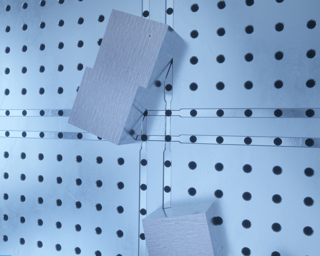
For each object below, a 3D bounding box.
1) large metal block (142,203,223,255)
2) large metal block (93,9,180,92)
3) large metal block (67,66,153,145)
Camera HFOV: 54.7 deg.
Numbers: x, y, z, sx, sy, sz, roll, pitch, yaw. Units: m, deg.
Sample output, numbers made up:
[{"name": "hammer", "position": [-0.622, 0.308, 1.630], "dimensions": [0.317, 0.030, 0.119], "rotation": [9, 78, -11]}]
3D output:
[{"name": "large metal block", "position": [0.031, 0.144, 0.388], "dimensions": [0.080, 0.050, 0.080], "rotation": [-12, 86, 19]}, {"name": "large metal block", "position": [-0.030, -0.100, 0.409], "dimensions": [0.080, 0.050, 0.080], "rotation": [22, 97, 18]}, {"name": "large metal block", "position": [-0.067, -0.030, 0.422], "dimensions": [0.080, 0.050, 0.080], "rotation": [22, 97, 18]}]
